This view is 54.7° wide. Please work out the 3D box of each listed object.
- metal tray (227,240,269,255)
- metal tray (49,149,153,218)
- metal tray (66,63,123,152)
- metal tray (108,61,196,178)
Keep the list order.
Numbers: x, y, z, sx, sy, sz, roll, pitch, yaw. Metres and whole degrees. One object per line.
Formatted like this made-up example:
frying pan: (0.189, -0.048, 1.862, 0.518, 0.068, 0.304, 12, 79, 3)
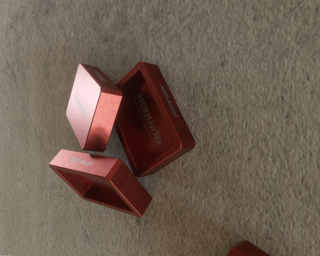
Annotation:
metal tray: (0.097, 0.198, 0.320, 0.090, 0.030, 0.129, 27, 107, 36)
metal tray: (-0.084, 0.075, 0.432, 0.130, 0.090, 0.030, 4, 48, 39)
metal tray: (-0.101, -0.034, 0.453, 0.130, 0.030, 0.089, 45, 120, 54)
metal tray: (-0.019, -0.011, 0.414, 0.090, 0.030, 0.130, -37, 67, 33)
